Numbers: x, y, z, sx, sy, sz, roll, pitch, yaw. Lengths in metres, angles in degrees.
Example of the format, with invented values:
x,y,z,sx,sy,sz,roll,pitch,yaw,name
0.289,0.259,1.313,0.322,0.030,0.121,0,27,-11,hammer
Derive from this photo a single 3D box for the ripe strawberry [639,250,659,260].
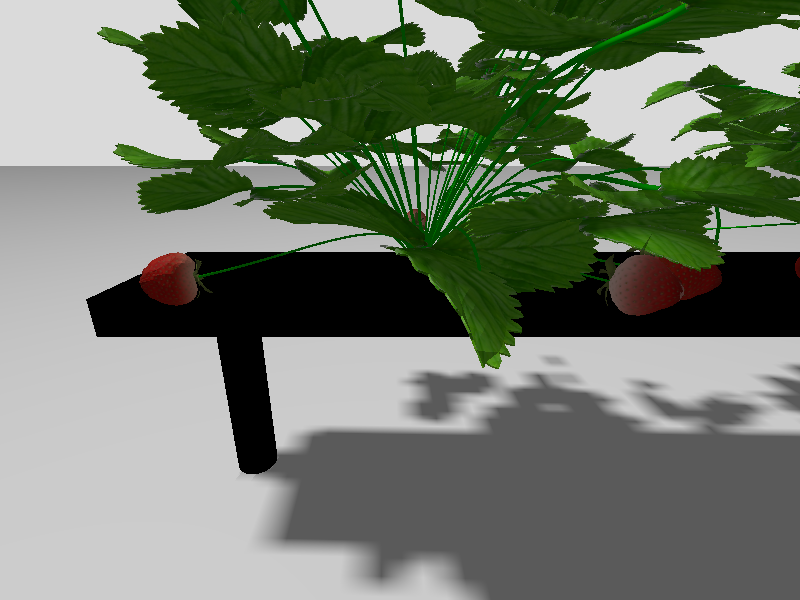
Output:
x,y,z,sx,sy,sz,roll,pitch,yaw,name
0.247,-0.054,0.375,0.037,0.039,0.034,-1,20,-5,ripe strawberry

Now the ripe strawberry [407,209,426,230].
x,y,z,sx,sy,sz,roll,pitch,yaw,name
0.019,-0.098,0.503,0.029,0.033,0.032,0,20,-1,ripe strawberry

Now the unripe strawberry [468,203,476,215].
x,y,z,sx,sy,sz,roll,pitch,yaw,name
0.114,-0.129,0.596,0.025,0.028,0.027,7,-18,19,unripe strawberry

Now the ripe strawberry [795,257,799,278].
x,y,z,sx,sy,sz,roll,pitch,yaw,name
0.326,-0.026,0.308,0.036,0.031,0.036,-8,22,-18,ripe strawberry

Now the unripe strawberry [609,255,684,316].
x,y,z,sx,sy,sz,roll,pitch,yaw,name
0.154,-0.008,0.250,0.039,0.039,0.043,17,26,37,unripe strawberry

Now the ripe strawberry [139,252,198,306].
x,y,z,sx,sy,sz,roll,pitch,yaw,name
-0.156,-0.014,0.271,0.034,0.036,0.031,-11,23,-25,ripe strawberry

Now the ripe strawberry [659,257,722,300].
x,y,z,sx,sy,sz,roll,pitch,yaw,name
0.203,-0.018,0.283,0.040,0.039,0.037,9,22,21,ripe strawberry

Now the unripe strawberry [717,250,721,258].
x,y,z,sx,sy,sz,roll,pitch,yaw,name
0.266,-0.036,0.343,0.015,0.015,0.014,1,20,3,unripe strawberry
